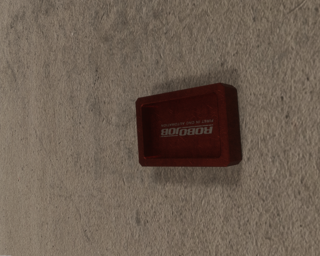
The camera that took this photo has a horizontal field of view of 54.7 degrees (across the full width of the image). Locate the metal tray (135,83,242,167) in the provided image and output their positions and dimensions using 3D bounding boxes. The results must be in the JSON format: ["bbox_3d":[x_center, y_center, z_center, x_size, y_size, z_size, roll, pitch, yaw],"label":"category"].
[{"bbox_3d":[0.029,0.001,0.375,0.130,0.030,0.089,-6,86,39],"label":"metal tray"}]
